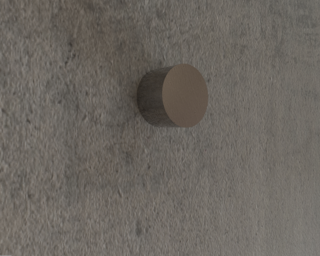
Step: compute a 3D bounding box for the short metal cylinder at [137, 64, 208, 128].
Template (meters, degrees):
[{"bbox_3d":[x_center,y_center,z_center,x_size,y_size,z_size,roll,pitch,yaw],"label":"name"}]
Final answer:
[{"bbox_3d":[0.017,-0.040,0.405,0.081,0.050,0.079,0,90,-40],"label":"short metal cylinder"}]
